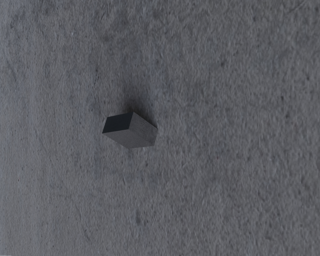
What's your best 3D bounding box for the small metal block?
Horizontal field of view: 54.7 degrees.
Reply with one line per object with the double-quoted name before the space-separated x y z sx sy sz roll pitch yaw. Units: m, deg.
"small metal block" -0.040 0.005 0.415 0.050 0.050 0.025 -9 58 39
